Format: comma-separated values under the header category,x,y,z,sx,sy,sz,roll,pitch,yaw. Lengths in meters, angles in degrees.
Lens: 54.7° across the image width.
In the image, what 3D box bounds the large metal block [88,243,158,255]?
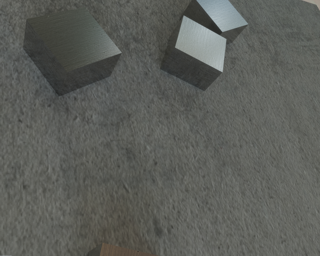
category,x,y,z,sx,sy,sz,roll,pitch,yaw
large metal block,-0.029,0.157,0.277,0.080,0.050,0.080,20,54,-17

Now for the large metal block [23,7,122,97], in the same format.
category,x,y,z,sx,sy,sz,roll,pitch,yaw
large metal block,-0.110,-0.097,0.389,0.081,0.050,0.080,-32,80,-38

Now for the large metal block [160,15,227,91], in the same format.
category,x,y,z,sx,sy,sz,roll,pitch,yaw
large metal block,0.054,-0.118,0.491,0.080,0.050,0.080,24,53,-14

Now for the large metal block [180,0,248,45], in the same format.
category,x,y,z,sx,sy,sz,roll,pitch,yaw
large metal block,0.098,-0.193,0.561,0.081,0.050,0.080,-28,77,-37
